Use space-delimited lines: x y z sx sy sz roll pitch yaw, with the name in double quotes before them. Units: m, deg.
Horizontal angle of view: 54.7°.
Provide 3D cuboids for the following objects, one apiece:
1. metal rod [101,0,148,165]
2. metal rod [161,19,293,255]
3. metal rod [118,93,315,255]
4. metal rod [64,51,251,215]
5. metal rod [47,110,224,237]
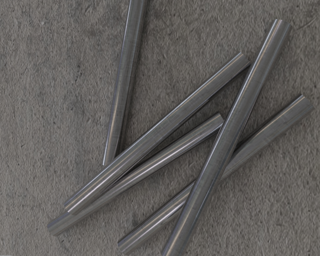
"metal rod" -0.043 -0.095 0.424 0.025 0.025 0.298 11 94 19
"metal rod" 0.077 0.015 0.360 0.025 0.025 0.299 26 90 18
"metal rod" 0.059 0.067 0.388 0.299 0.025 0.025 -42 77 15
"metal rod" -0.009 0.013 0.398 0.300 0.025 0.025 -41 77 10
"metal rod" -0.040 0.070 0.422 0.300 0.025 0.025 -34 79 16
